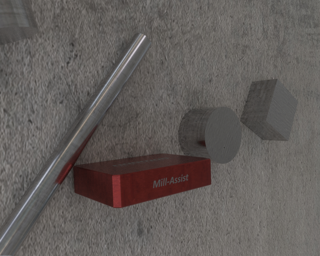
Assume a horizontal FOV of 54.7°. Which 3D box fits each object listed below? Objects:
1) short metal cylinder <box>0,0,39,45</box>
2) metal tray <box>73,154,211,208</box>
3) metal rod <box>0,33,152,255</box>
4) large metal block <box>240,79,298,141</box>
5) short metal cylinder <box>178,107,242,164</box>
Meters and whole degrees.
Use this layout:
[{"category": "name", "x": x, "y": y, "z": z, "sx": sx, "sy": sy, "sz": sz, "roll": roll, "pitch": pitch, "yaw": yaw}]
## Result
[{"category": "short metal cylinder", "x": -0.146, "y": -0.095, "z": 0.247, "sx": 0.081, "sy": 0.080, "sz": 0.050, "roll": -23, "pitch": 105, "yaw": -38}, {"category": "metal tray", "x": -0.017, "y": 0.053, "z": 0.347, "sx": 0.131, "sy": 0.090, "sz": 0.030, "roll": -4, "pitch": 93, "yaw": -40}, {"category": "metal rod", "x": -0.089, "y": 0.013, "z": 0.329, "sx": 0.025, "sy": 0.025, "sz": 0.300, "roll": 44, "pitch": 64, "yaw": -32}, {"category": "large metal block", "x": 0.196, "y": -0.030, "z": 0.552, "sx": 0.080, "sy": 0.050, "sz": 0.080, "roll": 33, "pitch": 70, "yaw": -35}, {"category": "short metal cylinder", "x": 0.073, "y": 0.010, "z": 0.450, "sx": 0.081, "sy": 0.050, "sz": 0.080, "roll": 0, "pitch": 90, "yaw": -40}]
